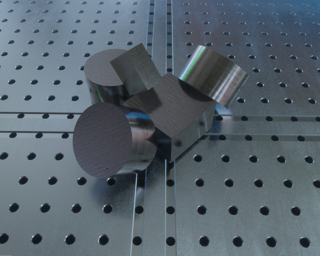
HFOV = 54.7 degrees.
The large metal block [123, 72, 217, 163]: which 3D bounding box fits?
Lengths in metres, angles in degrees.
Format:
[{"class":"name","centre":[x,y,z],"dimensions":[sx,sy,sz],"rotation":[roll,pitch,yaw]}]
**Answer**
[{"class":"large metal block","centre":[0.012,-0.016,0.397],"dimensions":[0.080,0.050,0.080],"rotation":[37,59,26]}]

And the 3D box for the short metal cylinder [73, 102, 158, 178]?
[{"class":"short metal cylinder","centre":[-0.050,0.014,0.347],"dimensions":[0.080,0.050,0.080],"rotation":[-2,85,29]}]

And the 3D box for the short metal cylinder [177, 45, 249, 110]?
[{"class":"short metal cylinder","centre":[0.070,-0.067,0.415],"dimensions":[0.080,0.080,0.050],"rotation":[36,97,26]}]

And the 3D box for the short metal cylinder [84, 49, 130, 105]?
[{"class":"short metal cylinder","centre":[-0.064,-0.069,0.444],"dimensions":[0.081,0.050,0.080],"rotation":[0,50,0]}]

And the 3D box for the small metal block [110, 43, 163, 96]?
[{"class":"small metal block","centre":[-0.030,-0.071,0.382],"dimensions":[0.025,0.050,0.050],"rotation":[-38,16,-25]}]
